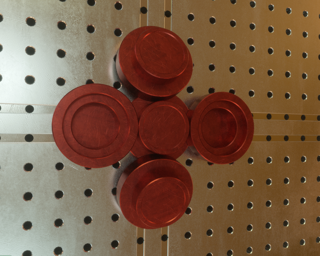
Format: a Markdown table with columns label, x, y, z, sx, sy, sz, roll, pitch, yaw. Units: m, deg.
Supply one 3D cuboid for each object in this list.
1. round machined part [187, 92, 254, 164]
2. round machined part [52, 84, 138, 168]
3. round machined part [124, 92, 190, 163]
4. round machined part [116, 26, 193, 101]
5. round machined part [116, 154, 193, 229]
| label | x | y | z | sx | sy | sz | roll | pitch | yaw |
| --- | --- | --- | --- | --- | --- | --- | --- | --- | --- |
| round machined part | 0.078 | 0.000 | 0.433 | 0.099 | 0.042 | 0.097 | 0 | 90 | -21 |
| round machined part | -0.079 | -0.003 | 0.374 | 0.099 | 0.042 | 0.097 | 0 | 90 | -21 |
| round machined part | -0.001 | -0.001 | 0.403 | 0.099 | 0.042 | 0.097 | 0 | 90 | -21 |
| round machined part | -0.003 | -0.086 | 0.391 | 0.099 | 0.042 | 0.098 | 5 | 74 | -17 |
| round machined part | -0.002 | 0.085 | 0.391 | 0.099 | 0.042 | 0.097 | -6 | 107 | -19 |
